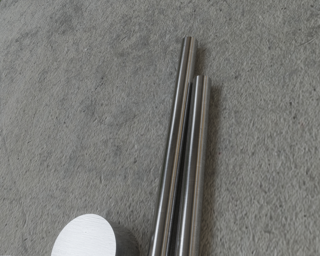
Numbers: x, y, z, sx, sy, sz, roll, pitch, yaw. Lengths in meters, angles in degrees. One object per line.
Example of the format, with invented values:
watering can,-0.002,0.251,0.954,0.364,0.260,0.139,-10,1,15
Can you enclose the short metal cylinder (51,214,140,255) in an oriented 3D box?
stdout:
short metal cylinder,-0.070,0.140,0.337,0.080,0.050,0.080,-13,56,20

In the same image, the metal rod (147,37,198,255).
metal rod,0.021,0.005,0.388,0.025,0.025,0.299,-4,60,26

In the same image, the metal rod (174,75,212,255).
metal rod,0.036,0.069,0.341,0.025,0.025,0.299,-5,59,25
